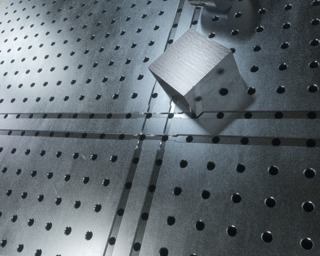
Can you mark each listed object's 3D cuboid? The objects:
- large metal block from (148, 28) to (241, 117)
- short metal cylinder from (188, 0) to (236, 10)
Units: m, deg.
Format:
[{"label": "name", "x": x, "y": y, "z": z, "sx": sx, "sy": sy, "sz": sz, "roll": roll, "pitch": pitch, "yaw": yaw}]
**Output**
[{"label": "large metal block", "x": 0.045, "y": -0.076, "z": 0.414, "sx": 0.080, "sy": 0.050, "sz": 0.080, "roll": -44, "pitch": 51, "yaw": -2}, {"label": "short metal cylinder", "x": 0.081, "y": -0.223, "z": 0.466, "sx": 0.050, "sy": 0.080, "sz": 0.080, "roll": 25, "pitch": 75, "yaw": 36}]
